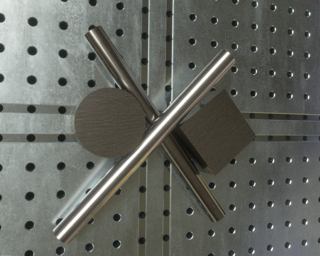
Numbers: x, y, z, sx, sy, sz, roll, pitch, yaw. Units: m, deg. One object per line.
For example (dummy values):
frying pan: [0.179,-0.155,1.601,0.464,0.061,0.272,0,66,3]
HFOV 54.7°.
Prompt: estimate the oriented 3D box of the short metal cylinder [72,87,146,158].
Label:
short metal cylinder: [-0.063,-0.006,0.372,0.081,0.050,0.079,0,90,-20]

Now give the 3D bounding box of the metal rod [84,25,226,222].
metal rod: [0.000,0.003,0.408,0.025,0.025,0.299,-38,102,-16]

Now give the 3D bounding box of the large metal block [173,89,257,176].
large metal block: [0.068,0.005,0.420,0.080,0.050,0.080,-40,103,-16]

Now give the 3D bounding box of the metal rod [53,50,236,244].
metal rod: [-0.015,0.019,0.381,0.025,0.025,0.300,44,84,-15]
